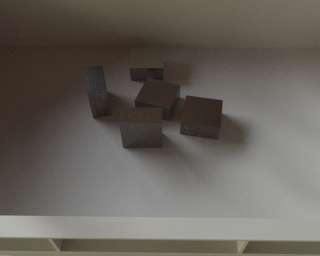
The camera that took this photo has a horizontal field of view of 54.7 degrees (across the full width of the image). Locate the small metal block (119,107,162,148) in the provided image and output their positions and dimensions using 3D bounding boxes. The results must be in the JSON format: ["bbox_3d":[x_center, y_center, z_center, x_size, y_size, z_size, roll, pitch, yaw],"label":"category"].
[{"bbox_3d":[-0.022,0.000,0.388,0.050,0.050,0.025,0,50,0],"label":"small metal block"}]

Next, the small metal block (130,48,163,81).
[{"bbox_3d":[-0.020,-0.101,0.490,0.050,0.025,0.050,0,50,0],"label":"small metal block"}]

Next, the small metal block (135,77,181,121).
[{"bbox_3d":[-0.002,-0.041,0.440,0.050,0.025,0.050,15,51,12],"label":"small metal block"}]

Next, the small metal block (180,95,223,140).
[{"bbox_3d":[0.056,-0.015,0.418,0.050,0.025,0.050,8,51,7],"label":"small metal block"}]

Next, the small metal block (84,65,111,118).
[{"bbox_3d":[-0.086,-0.050,0.430,0.025,0.050,0.050,-10,51,-8],"label":"small metal block"}]
